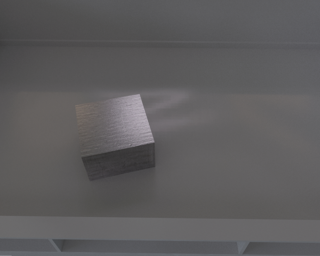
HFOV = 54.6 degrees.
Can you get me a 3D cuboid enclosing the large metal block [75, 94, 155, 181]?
[{"bbox_3d":[-0.055,0.010,0.380,0.081,0.050,0.080,-11,51,-9],"label":"large metal block"}]
